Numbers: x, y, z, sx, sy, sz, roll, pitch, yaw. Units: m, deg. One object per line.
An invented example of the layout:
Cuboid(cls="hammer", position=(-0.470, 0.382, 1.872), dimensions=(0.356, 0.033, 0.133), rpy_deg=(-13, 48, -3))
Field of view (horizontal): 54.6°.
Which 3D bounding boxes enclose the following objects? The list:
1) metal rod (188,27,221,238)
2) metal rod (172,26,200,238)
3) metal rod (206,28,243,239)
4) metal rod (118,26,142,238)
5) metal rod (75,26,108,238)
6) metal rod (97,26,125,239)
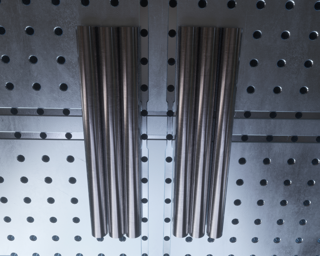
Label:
Cuboid(cls="metal rod", position=(0.058, 0.020, 0.420), dimensions=(0.025, 0.025, 0.298), rpy_deg=(1, 110, 0))
Cuboid(cls="metal rod", position=(0.033, 0.019, 0.420), dimensions=(0.025, 0.025, 0.298), rpy_deg=(1, 110, 0))
Cuboid(cls="metal rod", position=(0.084, 0.020, 0.421), dimensions=(0.025, 0.025, 0.298), rpy_deg=(1, 110, 0))
Cuboid(cls="metal rod", position=(-0.039, 0.020, 0.420), dimensions=(0.025, 0.025, 0.298), rpy_deg=(1, 110, 0))
Cuboid(cls="metal rod", position=(-0.089, 0.019, 0.419), dimensions=(0.025, 0.025, 0.298), rpy_deg=(1, 110, 0))
Cuboid(cls="metal rod", position=(-0.064, 0.020, 0.419), dimensions=(0.025, 0.025, 0.298), rpy_deg=(1, 110, 0))
